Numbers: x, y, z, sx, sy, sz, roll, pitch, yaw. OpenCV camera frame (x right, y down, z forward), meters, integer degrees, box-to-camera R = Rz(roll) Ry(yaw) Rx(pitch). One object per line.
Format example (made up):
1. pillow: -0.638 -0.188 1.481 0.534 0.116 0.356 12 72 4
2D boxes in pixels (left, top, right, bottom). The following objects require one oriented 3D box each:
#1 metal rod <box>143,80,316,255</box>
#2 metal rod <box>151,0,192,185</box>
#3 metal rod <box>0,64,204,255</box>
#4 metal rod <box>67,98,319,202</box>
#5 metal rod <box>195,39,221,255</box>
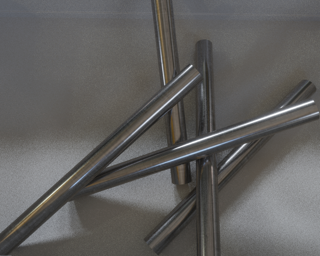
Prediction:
1. metal rod: 0.098 0.040 0.395 0.301 0.025 0.025 -42 76 -14
2. metal rod: 0.010 -0.080 0.374 0.025 0.025 0.298 -7 95 -3
3. metal rod: -0.071 0.037 0.353 0.300 0.025 0.025 -42 75 1
4. metal rod: 0.025 0.029 0.357 0.301 0.025 0.025 -20 71 9
5. metal rod: 0.057 0.011 0.386 0.025 0.025 0.299 3 63 1
